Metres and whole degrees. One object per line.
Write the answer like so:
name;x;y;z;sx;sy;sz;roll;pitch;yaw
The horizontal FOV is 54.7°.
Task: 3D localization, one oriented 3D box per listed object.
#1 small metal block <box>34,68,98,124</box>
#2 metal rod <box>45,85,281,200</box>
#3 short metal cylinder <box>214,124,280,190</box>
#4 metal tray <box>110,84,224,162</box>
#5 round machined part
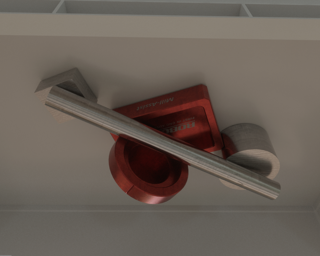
small metal block;-0.111;-0.038;0.373;0.050;0.025;0.050;-17;128;13
metal rod;0.014;0.023;0.373;0.302;0.025;0.025;24;126;-12
short metal cylinder;0.117;0.040;0.427;0.081;0.050;0.079;0;130;0
metal tray;0.009;0.003;0.406;0.130;0.030;0.090;-15;129;12
round machined part;-0.017;0.049;0.384;0.099;0.098;0.042;22;134;-18
